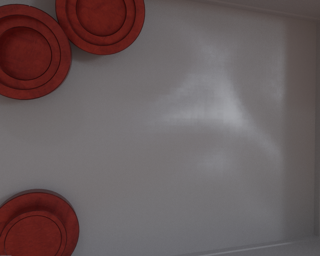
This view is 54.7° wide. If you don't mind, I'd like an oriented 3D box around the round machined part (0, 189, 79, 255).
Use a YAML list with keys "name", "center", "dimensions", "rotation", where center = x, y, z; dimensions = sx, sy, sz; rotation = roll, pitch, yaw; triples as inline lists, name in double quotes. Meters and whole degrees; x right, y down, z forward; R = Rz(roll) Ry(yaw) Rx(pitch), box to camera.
- name: "round machined part"
  center: [-0.142, 0.121, 0.349]
  dimensions: [0.099, 0.042, 0.097]
  rotation: [0, 90, -20]

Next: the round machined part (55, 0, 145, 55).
- name: "round machined part"
  center: [-0.069, -0.138, 0.364]
  dimensions: [0.099, 0.042, 0.097]
  rotation: [-3, 110, -8]

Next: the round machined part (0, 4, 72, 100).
- name: "round machined part"
  center: [-0.148, -0.081, 0.341]
  dimensions: [0.099, 0.042, 0.097]
  rotation: [-2, 99, -13]
